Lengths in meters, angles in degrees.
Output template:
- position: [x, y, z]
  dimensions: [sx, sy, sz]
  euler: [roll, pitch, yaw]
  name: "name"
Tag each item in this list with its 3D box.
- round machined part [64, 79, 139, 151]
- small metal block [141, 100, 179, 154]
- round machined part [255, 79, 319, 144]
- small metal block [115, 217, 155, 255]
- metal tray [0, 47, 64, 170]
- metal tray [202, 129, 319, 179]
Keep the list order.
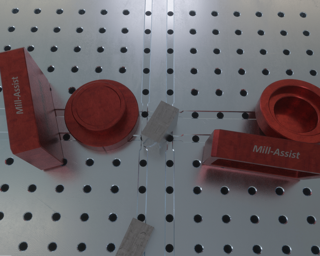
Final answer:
- position: [-0.078, -0.022, 0.410]
  dimensions: [0.099, 0.042, 0.098]
  euler: [0, 70, 0]
  name: "round machined part"
- position: [0.001, 0.000, 0.398]
  dimensions: [0.025, 0.050, 0.050]
  euler: [28, 72, 9]
  name: "small metal block"
- position: [0.173, -0.013, 0.402]
  dimensions: [0.099, 0.042, 0.098]
  euler: [1, 59, -2]
  name: "round machined part"
- position: [-0.028, 0.132, 0.350]
  dimensions: [0.025, 0.050, 0.050]
  euler: [23, 72, 8]
  name: "small metal block"
- position: [-0.157, -0.021, 0.383]
  dimensions: [0.030, 0.090, 0.130]
  euler: [-15, 71, -5]
  name: "metal tray"
- position: [0.121, 0.034, 0.363]
  dimensions: [0.131, 0.090, 0.030]
  euler: [9, 78, 3]
  name: "metal tray"
